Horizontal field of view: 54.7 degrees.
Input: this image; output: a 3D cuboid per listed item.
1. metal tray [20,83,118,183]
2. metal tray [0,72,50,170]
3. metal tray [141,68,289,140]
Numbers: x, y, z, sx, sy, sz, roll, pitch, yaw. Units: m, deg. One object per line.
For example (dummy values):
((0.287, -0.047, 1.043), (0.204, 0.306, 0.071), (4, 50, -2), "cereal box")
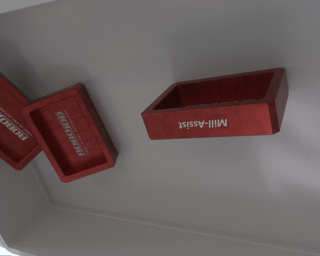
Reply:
((-0.129, 0.010, 0.456), (0.090, 0.030, 0.129), (-20, 110, 9), "metal tray")
((-0.230, -0.010, 0.468), (0.130, 0.090, 0.030), (47, 174, -20), "metal tray")
((0.058, -0.025, 0.320), (0.130, 0.090, 0.030), (-4, 117, 30), "metal tray")
